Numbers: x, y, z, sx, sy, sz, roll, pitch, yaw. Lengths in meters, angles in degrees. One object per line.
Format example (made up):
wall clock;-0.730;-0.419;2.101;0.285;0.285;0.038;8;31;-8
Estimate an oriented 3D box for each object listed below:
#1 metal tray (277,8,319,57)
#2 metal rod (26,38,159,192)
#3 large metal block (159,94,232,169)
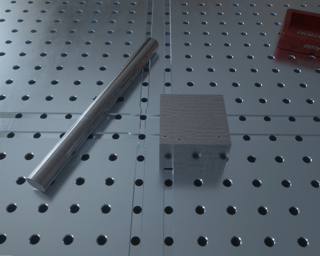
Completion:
metal tray;0.282;-0.164;0.546;0.130;0.030;0.090;16;52;13
metal rod;-0.077;-0.039;0.439;0.025;0.025;0.301;20;53;16
large metal block;0.040;0.003;0.389;0.081;0.050;0.080;1;50;0
